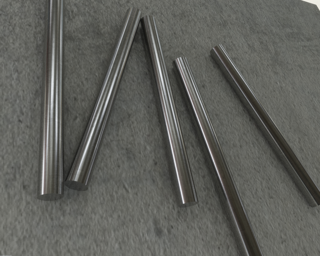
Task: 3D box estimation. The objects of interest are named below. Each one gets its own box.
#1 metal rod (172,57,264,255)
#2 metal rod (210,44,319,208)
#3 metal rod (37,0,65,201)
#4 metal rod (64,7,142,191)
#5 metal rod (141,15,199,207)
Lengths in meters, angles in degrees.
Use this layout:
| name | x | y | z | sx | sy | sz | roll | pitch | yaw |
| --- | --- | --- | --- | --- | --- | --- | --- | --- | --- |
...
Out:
| name | x | y | z | sx | sy | sz | roll | pitch | yaw |
| --- | --- | --- | --- | --- | --- | --- | --- | --- | --- |
| metal rod | 0.072 | 0.028 | 0.427 | 0.025 | 0.025 | 0.299 | -3 | 63 | -30 |
| metal rod | 0.169 | -0.012 | 0.504 | 0.025 | 0.025 | 0.299 | -18 | 72 | -35 |
| metal rod | -0.128 | -0.063 | 0.373 | 0.025 | 0.025 | 0.299 | 6 | 59 | -26 |
| metal rod | -0.064 | -0.061 | 0.407 | 0.025 | 0.025 | 0.300 | 22 | 53 | -16 |
| metal rod | 0.007 | -0.041 | 0.433 | 0.025 | 0.025 | 0.299 | 3 | 60 | -27 |
